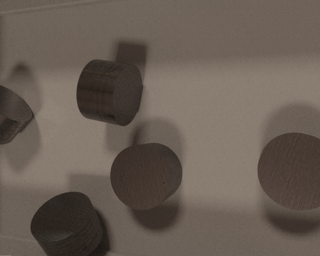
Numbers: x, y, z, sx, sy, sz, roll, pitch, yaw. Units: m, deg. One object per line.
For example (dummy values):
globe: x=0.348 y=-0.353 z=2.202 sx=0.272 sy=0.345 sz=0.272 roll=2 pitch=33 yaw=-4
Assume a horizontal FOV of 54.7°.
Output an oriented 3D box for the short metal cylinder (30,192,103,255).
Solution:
short metal cylinder: x=-0.123 y=0.133 z=0.416 sx=0.080 sy=0.080 sz=0.050 roll=0 pitch=127 yaw=19

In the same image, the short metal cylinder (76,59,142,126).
short metal cylinder: x=-0.063 y=-0.046 z=0.402 sx=0.050 sy=0.080 sz=0.079 roll=12 pitch=94 yaw=19

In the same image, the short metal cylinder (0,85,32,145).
short metal cylinder: x=-0.243 y=-0.021 z=0.465 sx=0.050 sy=0.080 sz=0.080 roll=-45 pitch=76 yaw=14

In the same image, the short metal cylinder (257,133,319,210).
short metal cylinder: x=0.151 y=0.045 z=0.344 sx=0.080 sy=0.050 sz=0.079 roll=0 pitch=90 yaw=19

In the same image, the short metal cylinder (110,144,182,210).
short metal cylinder: x=-0.017 y=0.060 z=0.402 sx=0.080 sy=0.050 sz=0.079 roll=0 pitch=90 yaw=19
